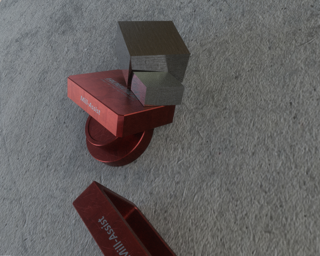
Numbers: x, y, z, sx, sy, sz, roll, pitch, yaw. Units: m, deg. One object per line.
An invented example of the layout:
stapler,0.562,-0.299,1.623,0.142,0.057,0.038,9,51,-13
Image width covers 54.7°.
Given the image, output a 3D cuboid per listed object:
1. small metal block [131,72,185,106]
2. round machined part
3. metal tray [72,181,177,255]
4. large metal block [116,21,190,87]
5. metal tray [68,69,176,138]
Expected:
small metal block,-0.004,-0.051,0.395,0.050,0.025,0.050,-5,32,-24
round machined part,-0.061,0.000,0.419,0.098,0.042,0.098,-13,60,23
metal tray,-0.022,0.115,0.301,0.030,0.090,0.130,-46,51,-4
large metal block,-0.013,-0.106,0.435,0.081,0.050,0.080,-7,51,-17
metal tray,-0.054,-0.039,0.417,0.091,0.030,0.130,-17,38,-39
